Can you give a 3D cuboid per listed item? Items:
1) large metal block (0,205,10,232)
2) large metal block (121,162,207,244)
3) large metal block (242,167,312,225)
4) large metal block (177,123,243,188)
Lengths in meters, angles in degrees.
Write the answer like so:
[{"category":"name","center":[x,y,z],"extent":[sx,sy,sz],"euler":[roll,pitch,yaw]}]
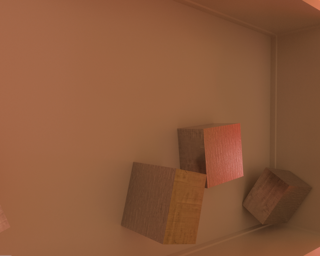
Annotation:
[{"category":"large metal block","center":[-0.165,0.044,0.233],"extent":[0.050,0.080,0.080],"euler":[-27,107,-37]},{"category":"large metal block","center":[0.003,0.088,0.374],"extent":[0.050,0.080,0.080],"euler":[18,79,-39]},{"category":"large metal block","center":[0.204,0.119,0.540],"extent":[0.081,0.050,0.080],"euler":[13,112,-39]},{"category":"large metal block","center":[0.075,0.036,0.453],"extent":[0.081,0.050,0.079],"euler":[-8,95,-40]}]
